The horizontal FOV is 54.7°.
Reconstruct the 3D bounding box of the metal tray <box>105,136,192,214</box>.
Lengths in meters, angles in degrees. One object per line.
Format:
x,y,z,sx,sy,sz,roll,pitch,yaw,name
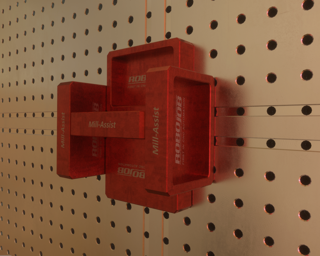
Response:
-0.020,0.057,0.418,0.130,0.030,0.089,1,91,39,metal tray

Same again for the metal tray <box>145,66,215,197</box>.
0.025,0.003,0.344,0.030,0.091,0.129,1,91,40,metal tray

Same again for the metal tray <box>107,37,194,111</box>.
-0.018,-0.064,0.418,0.130,0.030,0.089,1,91,39,metal tray

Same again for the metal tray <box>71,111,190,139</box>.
-0.039,-0.004,0.395,0.130,0.091,0.030,1,91,39,metal tray

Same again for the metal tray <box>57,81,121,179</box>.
-0.100,0.003,0.446,0.030,0.091,0.129,1,91,40,metal tray
